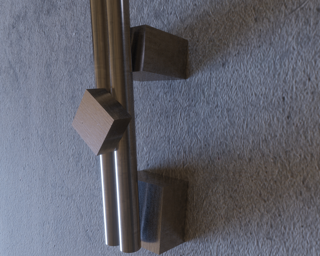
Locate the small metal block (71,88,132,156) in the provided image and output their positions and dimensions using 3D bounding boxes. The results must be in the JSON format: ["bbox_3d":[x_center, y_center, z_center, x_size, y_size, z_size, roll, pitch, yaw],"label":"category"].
[{"bbox_3d":[-0.063,-0.007,0.331,0.050,0.025,0.050,46,123,24],"label":"small metal block"}]

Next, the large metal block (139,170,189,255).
[{"bbox_3d":[-0.013,0.103,0.400,0.080,0.050,0.079,6,94,39],"label":"large metal block"}]

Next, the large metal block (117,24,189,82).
[{"bbox_3d":[-0.021,-0.089,0.389,0.080,0.081,0.050,5,93,40],"label":"large metal block"}]

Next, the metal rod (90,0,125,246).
[{"bbox_3d":[-0.060,-0.009,0.361,0.025,0.025,0.298,4,100,40],"label":"metal rod"}]

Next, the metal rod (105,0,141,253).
[{"bbox_3d":[-0.040,-0.007,0.345,0.025,0.025,0.298,4,100,40],"label":"metal rod"}]
